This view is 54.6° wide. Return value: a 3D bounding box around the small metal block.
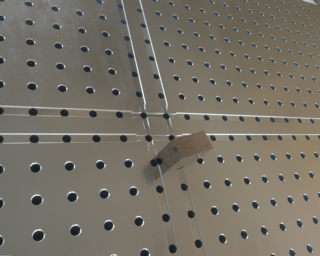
[{"bbox_3d":[0.029,0.031,0.389,0.050,0.050,0.025,-14,69,-34],"label":"small metal block"}]
